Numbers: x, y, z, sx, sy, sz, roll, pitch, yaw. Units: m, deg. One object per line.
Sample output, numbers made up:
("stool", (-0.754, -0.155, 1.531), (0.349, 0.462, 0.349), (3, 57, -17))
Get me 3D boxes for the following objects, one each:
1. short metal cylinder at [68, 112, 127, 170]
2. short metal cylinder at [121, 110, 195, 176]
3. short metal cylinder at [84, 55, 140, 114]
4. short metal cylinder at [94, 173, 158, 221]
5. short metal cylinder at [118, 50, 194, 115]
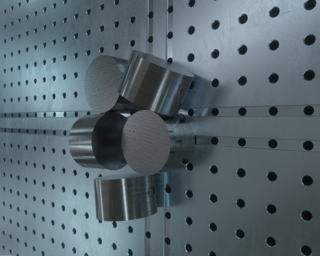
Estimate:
("short metal cylinder", (-0.081, 0.019, 0.442), (0.050, 0.081, 0.080), (-3, 88, 39))
("short metal cylinder", (-0.003, 0.018, 0.396), (0.080, 0.050, 0.079), (1, 91, 39))
("short metal cylinder", (-0.064, -0.061, 0.445), (0.080, 0.050, 0.079), (0, 91, 41))
("short metal cylinder", (-0.045, 0.088, 0.410), (0.080, 0.081, 0.050), (-8, 86, 40))
("short metal cylinder", (-0.005, -0.056, 0.378), (0.080, 0.081, 0.050), (35, 111, 34))
